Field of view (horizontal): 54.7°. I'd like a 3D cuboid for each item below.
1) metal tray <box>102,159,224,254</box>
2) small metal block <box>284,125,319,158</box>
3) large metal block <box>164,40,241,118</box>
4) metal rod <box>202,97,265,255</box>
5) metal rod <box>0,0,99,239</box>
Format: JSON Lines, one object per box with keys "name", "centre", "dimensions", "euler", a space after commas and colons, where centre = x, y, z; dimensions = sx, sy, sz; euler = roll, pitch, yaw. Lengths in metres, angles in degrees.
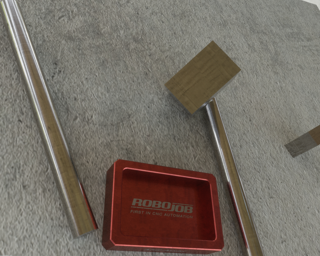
{"name": "metal tray", "centre": [0.005, 0.090, 0.349], "dimensions": [0.131, 0.030, 0.090], "euler": [12, 57, -22]}
{"name": "small metal block", "centre": [0.244, 0.021, 0.510], "dimensions": [0.050, 0.050, 0.025], "euler": [-20, 73, -36]}
{"name": "large metal block", "centre": [0.055, -0.061, 0.416], "dimensions": [0.080, 0.080, 0.050], "euler": [-42, 85, 3]}
{"name": "metal rod", "centre": [0.096, 0.070, 0.414], "dimensions": [0.025, 0.025, 0.299], "euler": [3, 60, -27]}
{"name": "metal rod", "centre": [-0.132, -0.025, 0.348], "dimensions": [0.025, 0.025, 0.299], "euler": [-12, 68, -34]}
